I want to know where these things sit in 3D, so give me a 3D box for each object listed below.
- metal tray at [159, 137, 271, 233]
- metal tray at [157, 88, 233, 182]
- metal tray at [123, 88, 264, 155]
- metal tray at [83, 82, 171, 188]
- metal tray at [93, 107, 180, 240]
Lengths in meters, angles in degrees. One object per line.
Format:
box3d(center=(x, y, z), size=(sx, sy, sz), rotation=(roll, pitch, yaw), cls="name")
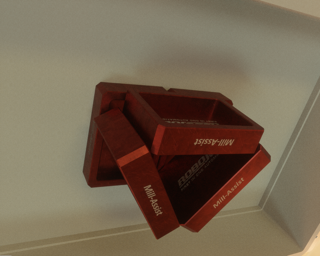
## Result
box3d(center=(0.060, 0.053, 0.390), size=(0.130, 0.090, 0.030), rotation=(-46, 129, 4), cls="metal tray")
box3d(center=(0.040, 0.013, 0.433), size=(0.091, 0.030, 0.129), rotation=(1, 117, -29), cls="metal tray")
box3d(center=(0.035, -0.008, 0.339), size=(0.131, 0.090, 0.030), rotation=(2, 118, -29), cls="metal tray")
box3d(center=(-0.041, 0.011, 0.389), size=(0.091, 0.030, 0.129), rotation=(1, 117, -28), cls="metal tray")
box3d(center=(-0.025, 0.051, 0.343), size=(0.030, 0.090, 0.129), rotation=(-28, 128, -10), cls="metal tray")
